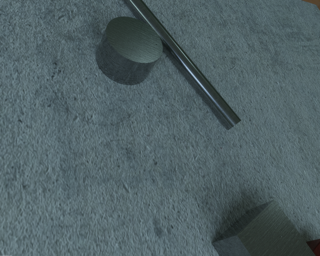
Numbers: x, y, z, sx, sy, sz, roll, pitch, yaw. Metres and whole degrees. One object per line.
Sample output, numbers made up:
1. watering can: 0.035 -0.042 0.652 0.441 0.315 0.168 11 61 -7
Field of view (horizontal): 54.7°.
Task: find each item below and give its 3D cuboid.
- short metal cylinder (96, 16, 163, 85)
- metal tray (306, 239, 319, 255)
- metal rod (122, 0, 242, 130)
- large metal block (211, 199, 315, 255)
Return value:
1. short metal cylinder: -0.043 -0.107 0.431 0.081 0.050 0.080 14 56 -21
2. metal tray: 0.190 0.209 0.377 0.131 0.030 0.090 -24 75 -37
3. metal rod: 0.023 -0.121 0.491 0.025 0.025 0.299 -31 79 -38
4. large metal block: 0.123 0.145 0.368 0.081 0.050 0.080 -25 76 -37
